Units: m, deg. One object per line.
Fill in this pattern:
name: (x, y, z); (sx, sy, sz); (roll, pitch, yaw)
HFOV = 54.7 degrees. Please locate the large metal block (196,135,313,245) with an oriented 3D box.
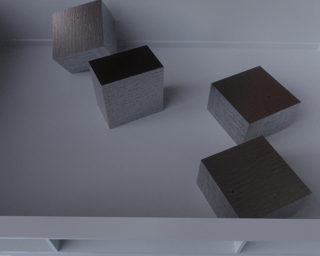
large metal block: (0.097, 0.065, 0.336); (0.081, 0.050, 0.080); (-19, 53, -16)

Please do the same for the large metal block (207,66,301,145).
large metal block: (0.122, -0.030, 0.416); (0.081, 0.050, 0.080); (-21, 54, -18)

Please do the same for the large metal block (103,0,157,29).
large metal block: (-0.063, -0.244, 0.596); (0.081, 0.050, 0.080); (-32, 57, -24)

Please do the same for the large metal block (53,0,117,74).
large metal block: (-0.114, -0.138, 0.473); (0.080, 0.050, 0.080); (-10, 72, 12)

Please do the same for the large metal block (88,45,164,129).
large metal block: (-0.043, -0.054, 0.414); (0.081, 0.080, 0.050); (-20, 53, -17)
